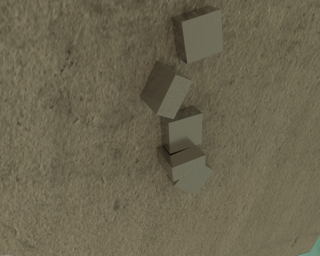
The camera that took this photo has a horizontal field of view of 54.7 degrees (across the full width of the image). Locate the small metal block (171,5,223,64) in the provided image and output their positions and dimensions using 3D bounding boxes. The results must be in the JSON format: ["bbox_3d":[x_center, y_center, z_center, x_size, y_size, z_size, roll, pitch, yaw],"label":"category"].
[{"bbox_3d":[0.045,-0.110,0.365,0.050,0.025,0.050,-23,127,-15],"label":"small metal block"}]

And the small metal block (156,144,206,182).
[{"bbox_3d":[0.029,0.042,0.434,0.050,0.050,0.025,-19,126,-18],"label":"small metal block"}]

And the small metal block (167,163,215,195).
[{"bbox_3d":[0.048,0.070,0.479,0.050,0.025,0.050,31,101,-38],"label":"small metal block"}]

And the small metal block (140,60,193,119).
[{"bbox_3d":[0.006,-0.046,0.367,0.025,0.050,0.050,14,111,-34],"label":"small metal block"}]

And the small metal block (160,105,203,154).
[{"bbox_3d":[0.030,0.002,0.426,0.050,0.025,0.050,-17,125,-19],"label":"small metal block"}]
